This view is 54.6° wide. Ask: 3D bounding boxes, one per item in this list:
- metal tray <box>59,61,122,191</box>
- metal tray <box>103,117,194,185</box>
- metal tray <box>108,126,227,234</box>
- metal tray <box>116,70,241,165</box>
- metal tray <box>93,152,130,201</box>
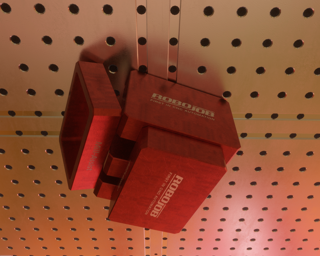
[{"bbox_3d":[-0.087,0.000,0.364,0.030,0.090,0.129,1,134,-30],"label":"metal tray"},{"bbox_3d":[0.000,0.029,0.392,0.131,0.090,0.030,15,127,-14],"label":"metal tray"},{"bbox_3d":[0.003,0.064,0.343,0.091,0.030,0.129,16,128,-13],"label":"metal tray"},{"bbox_3d":[0.021,-0.013,0.356,0.131,0.090,0.030,16,129,-13],"label":"metal tray"},{"bbox_3d":[-0.017,0.062,0.421,0.131,0.090,0.030,16,128,-14],"label":"metal tray"}]
